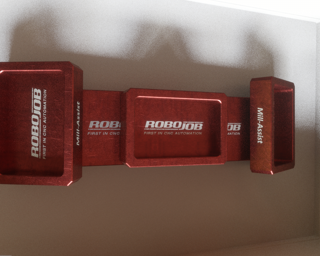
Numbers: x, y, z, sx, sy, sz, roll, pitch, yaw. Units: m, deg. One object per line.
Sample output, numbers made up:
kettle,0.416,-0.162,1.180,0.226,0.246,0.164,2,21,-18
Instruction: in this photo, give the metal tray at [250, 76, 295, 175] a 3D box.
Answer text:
metal tray,0.164,-0.004,0.446,0.091,0.030,0.129,0,90,-48

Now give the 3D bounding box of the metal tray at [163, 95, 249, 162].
metal tray,0.071,0.001,0.433,0.131,0.030,0.089,0,90,-20

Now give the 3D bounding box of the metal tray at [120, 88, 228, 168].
metal tray,0.019,0.000,0.381,0.131,0.030,0.089,1,89,-20

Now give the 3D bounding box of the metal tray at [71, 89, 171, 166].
metal tray,-0.052,0.000,0.388,0.131,0.030,0.089,0,90,-20

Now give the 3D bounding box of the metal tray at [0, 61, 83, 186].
metal tray,-0.133,-0.005,0.338,0.090,0.030,0.129,1,90,5
